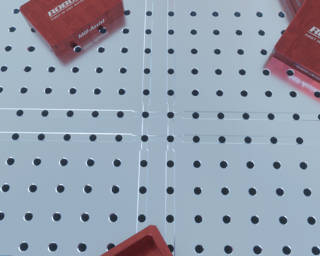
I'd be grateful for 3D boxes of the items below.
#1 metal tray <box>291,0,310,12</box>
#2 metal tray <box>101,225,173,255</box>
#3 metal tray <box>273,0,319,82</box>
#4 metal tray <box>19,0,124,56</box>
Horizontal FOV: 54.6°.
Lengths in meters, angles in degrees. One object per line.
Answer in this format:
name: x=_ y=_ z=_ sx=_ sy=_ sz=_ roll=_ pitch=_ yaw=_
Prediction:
metal tray: x=0.255 y=-0.219 z=0.490 sx=0.091 sy=0.030 sz=0.130 roll=-12 pitch=70 yaw=-5
metal tray: x=-0.040 y=0.172 z=0.321 sx=0.131 sy=0.030 sz=0.090 roll=-29 pitch=39 yaw=-10
metal tray: x=0.240 y=-0.113 z=0.434 sx=0.130 sy=0.030 sz=0.090 roll=34 pitch=96 yaw=11
metal tray: x=-0.132 y=-0.181 z=0.474 sx=0.130 sy=0.030 sz=0.090 roll=-39 pitch=75 yaw=-13
